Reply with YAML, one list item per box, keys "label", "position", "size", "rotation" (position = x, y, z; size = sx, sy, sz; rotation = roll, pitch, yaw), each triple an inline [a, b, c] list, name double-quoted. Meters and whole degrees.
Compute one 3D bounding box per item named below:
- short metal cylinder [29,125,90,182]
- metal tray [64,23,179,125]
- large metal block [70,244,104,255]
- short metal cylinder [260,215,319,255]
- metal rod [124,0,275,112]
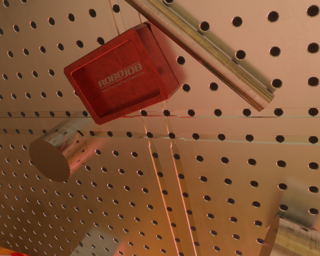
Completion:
- label: "short metal cylinder"
  position: [-0.164, 0.041, 0.507]
  size: [0.080, 0.050, 0.079]
  rotation: [13, 124, 21]
- label: "metal tray"
  position: [-0.052, -0.063, 0.396]
  size: [0.130, 0.030, 0.090]
  rotation: [-18, 109, 35]
- label: "large metal block"
  position: [-0.154, 0.310, 0.669]
  size: [0.080, 0.050, 0.079]
  rotation: [19, 126, 17]
- label: "short metal cylinder"
  position: [0.160, 0.157, 0.388]
  size: [0.050, 0.080, 0.079]
  rotation: [21, 126, 16]
- label: "metal rod"
  position: [0.000, -0.123, 0.335]
  size: [0.300, 0.025, 0.025]
  rotation: [40, 129, 1]
